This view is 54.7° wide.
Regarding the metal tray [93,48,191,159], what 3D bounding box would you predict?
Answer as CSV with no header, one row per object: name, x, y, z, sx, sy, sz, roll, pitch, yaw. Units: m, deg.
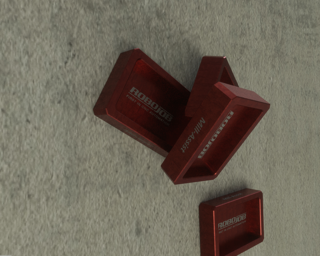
metal tray,-0.009,-0.027,0.395,0.130,0.030,0.090,34,69,-35

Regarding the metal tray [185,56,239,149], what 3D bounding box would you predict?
metal tray,0.084,-0.031,0.444,0.130,0.030,0.090,42,63,-56

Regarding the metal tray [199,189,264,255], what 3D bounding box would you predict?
metal tray,0.120,0.156,0.505,0.131,0.030,0.089,-5,93,-40

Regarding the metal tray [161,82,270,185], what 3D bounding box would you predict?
metal tray,0.068,0.011,0.383,0.091,0.030,0.129,4,125,-47
